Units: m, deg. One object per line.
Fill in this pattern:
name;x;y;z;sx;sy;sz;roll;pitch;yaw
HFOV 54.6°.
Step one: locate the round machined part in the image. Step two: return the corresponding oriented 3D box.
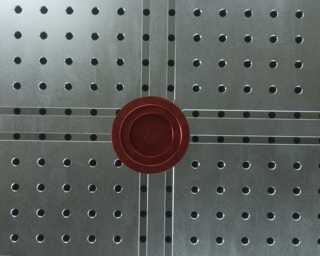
round machined part;-0.012;0.009;0.405;0.099;0.042;0.097;0;90;0
